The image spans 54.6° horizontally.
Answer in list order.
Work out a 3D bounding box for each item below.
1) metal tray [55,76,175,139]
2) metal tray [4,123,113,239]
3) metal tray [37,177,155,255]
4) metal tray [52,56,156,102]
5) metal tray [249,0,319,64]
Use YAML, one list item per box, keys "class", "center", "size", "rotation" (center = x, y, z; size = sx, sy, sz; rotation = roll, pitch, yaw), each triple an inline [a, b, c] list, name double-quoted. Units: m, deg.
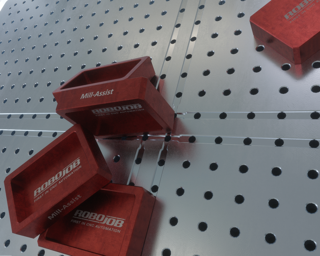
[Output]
- class: "metal tray"
  center: [-0.057, -0.021, 0.410]
  size: [0.130, 0.090, 0.030]
  rotation: [-6, 61, 25]
- class: "metal tray"
  center: [-0.133, 0.065, 0.397]
  size: [0.130, 0.030, 0.090]
  rotation: [-37, 51, 3]
- class: "metal tray"
  center: [-0.078, 0.112, 0.378]
  size: [0.130, 0.030, 0.090]
  rotation: [2, 62, 29]
- class: "metal tray"
  center: [-0.082, -0.067, 0.465]
  size: [0.130, 0.030, 0.090]
  rotation: [-6, 30, 25]
- class: "metal tray"
  center: [0.195, -0.151, 0.396]
  size: [0.130, 0.030, 0.090]
  rotation: [-38, 51, 2]
